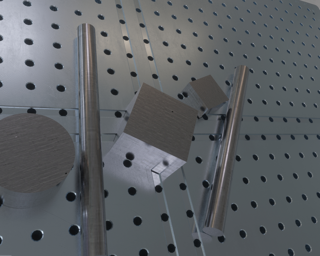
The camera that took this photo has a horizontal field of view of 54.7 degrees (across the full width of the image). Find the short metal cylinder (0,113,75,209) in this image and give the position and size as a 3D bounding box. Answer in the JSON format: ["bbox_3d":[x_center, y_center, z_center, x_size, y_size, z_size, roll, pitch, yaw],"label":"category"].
[{"bbox_3d":[-0.129,0.032,0.303,0.081,0.050,0.080,14,56,-21],"label":"short metal cylinder"}]

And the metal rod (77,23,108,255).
[{"bbox_3d":[-0.083,-0.007,0.367,0.025,0.025,0.299,6,59,-26],"label":"metal rod"}]

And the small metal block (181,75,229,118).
[{"bbox_3d":[0.069,-0.049,0.476,0.050,0.025,0.050,-25,76,-37],"label":"small metal block"}]

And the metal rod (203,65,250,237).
[{"bbox_3d":[0.104,0.011,0.457,0.025,0.025,0.300,28,52,-11],"label":"metal rod"}]

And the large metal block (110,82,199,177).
[{"bbox_3d":[-0.005,0.003,0.388,0.080,0.050,0.080,26,53,-12],"label":"large metal block"}]
